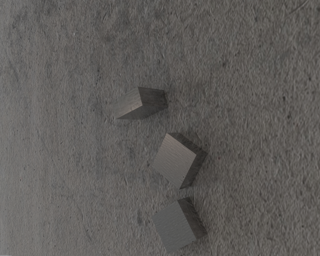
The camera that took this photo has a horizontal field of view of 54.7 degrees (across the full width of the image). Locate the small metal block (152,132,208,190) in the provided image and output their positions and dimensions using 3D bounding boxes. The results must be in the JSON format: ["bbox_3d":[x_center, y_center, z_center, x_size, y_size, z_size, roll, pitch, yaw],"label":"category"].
[{"bbox_3d":[0.024,0.040,0.386,0.050,0.025,0.050,37,112,34],"label":"small metal block"}]

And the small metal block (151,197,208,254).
[{"bbox_3d":[0.023,0.121,0.386,0.050,0.025,0.050,-41,65,32],"label":"small metal block"}]

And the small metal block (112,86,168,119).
[{"bbox_3d":[-0.026,-0.031,0.410,0.050,0.050,0.025,-24,75,37],"label":"small metal block"}]
